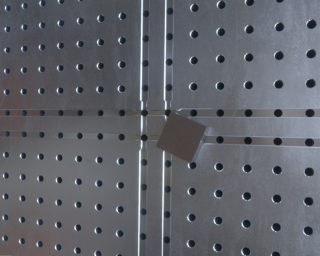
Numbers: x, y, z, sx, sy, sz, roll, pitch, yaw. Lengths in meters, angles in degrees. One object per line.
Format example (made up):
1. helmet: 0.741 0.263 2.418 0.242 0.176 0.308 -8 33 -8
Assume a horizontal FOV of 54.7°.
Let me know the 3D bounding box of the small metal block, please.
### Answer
1. small metal block: 0.030 0.011 0.401 0.050 0.025 0.050 25 98 18
